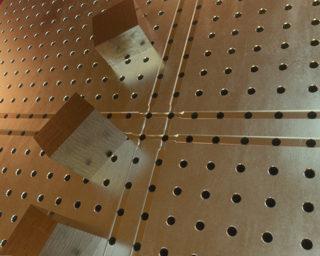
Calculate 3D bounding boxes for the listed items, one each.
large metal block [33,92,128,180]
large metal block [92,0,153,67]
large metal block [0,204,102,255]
[{"bbox_3d":[-0.104,0.013,0.418,0.080,0.080,0.050,-49,52,-6],"label":"large metal block"},{"bbox_3d":[-0.065,-0.163,0.525,0.080,0.050,0.080,-22,54,14],"label":"large metal block"},{"bbox_3d":[-0.125,0.143,0.349,0.050,0.080,0.080,18,71,34],"label":"large metal block"}]
